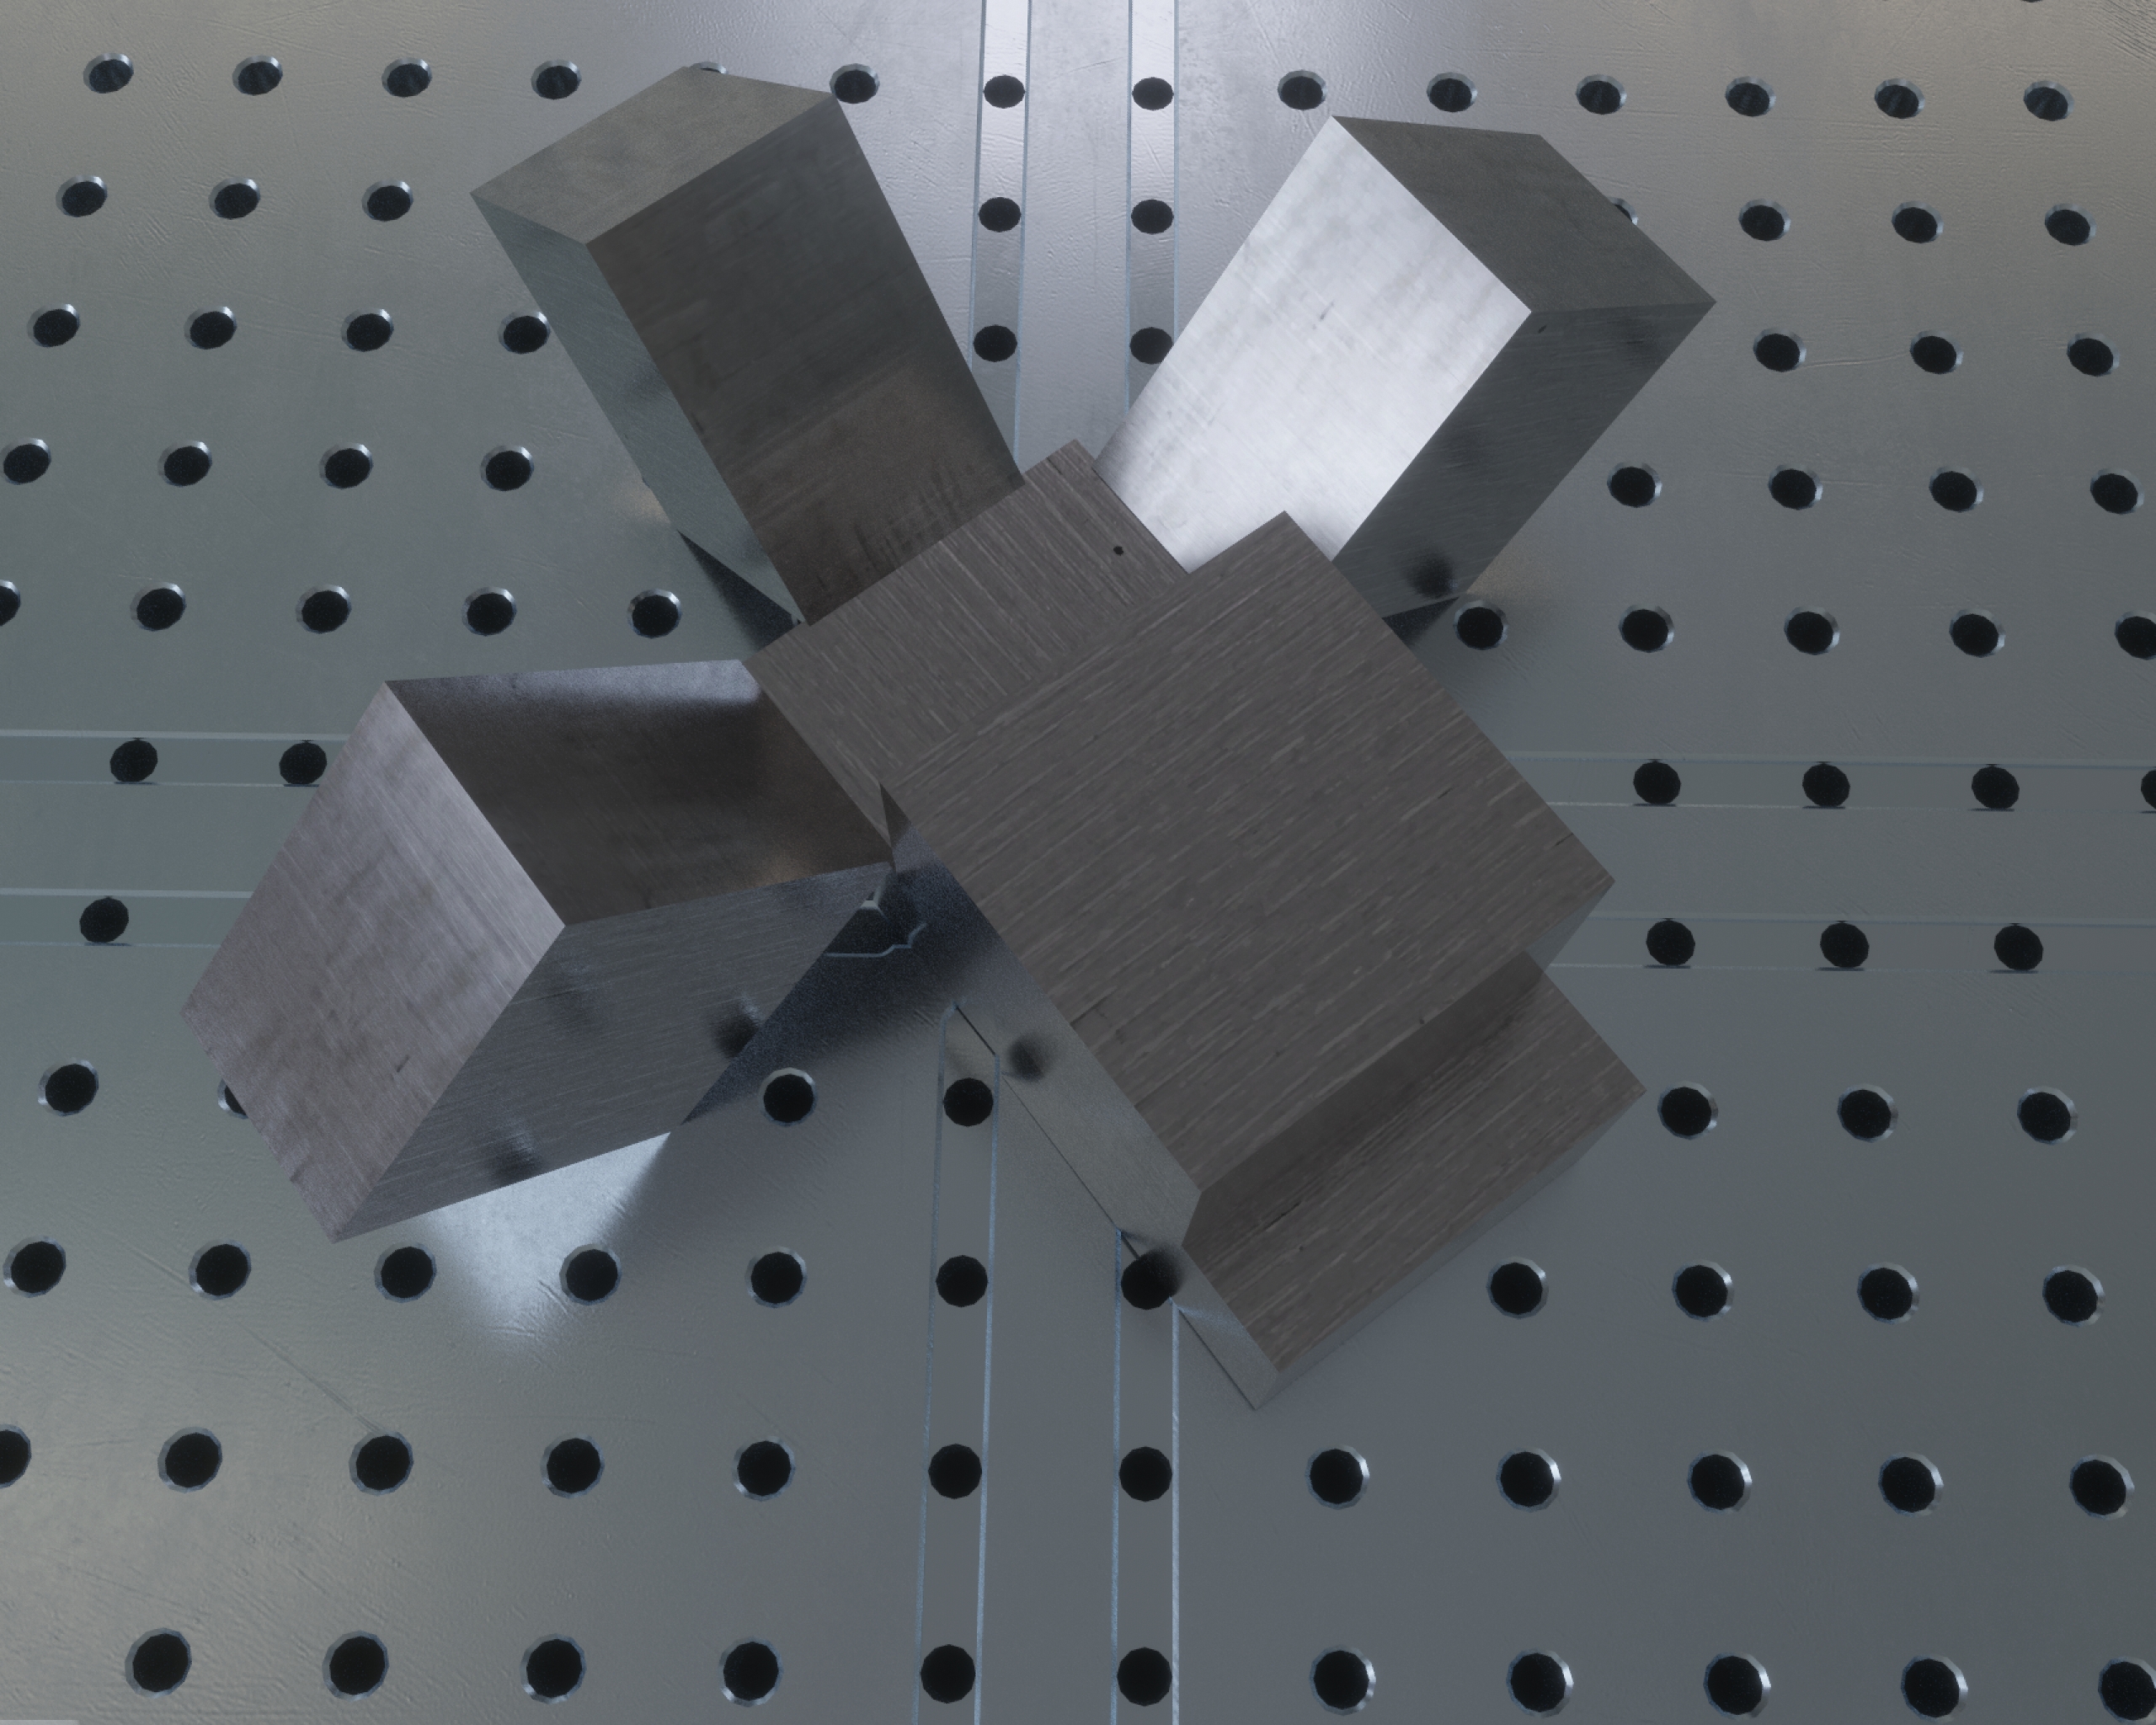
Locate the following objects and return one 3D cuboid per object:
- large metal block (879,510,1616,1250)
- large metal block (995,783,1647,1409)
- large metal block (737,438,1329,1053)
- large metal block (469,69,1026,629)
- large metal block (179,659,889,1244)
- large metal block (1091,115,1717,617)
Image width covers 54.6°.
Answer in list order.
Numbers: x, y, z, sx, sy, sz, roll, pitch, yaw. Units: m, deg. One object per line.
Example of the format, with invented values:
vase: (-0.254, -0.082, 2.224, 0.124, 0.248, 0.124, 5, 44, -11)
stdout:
large metal block: (0.025, 0.004, 0.343, 0.080, 0.050, 0.080, -35, 74, -13)
large metal block: (0.041, 0.040, 0.383, 0.080, 0.050, 0.080, -35, 73, -13)
large metal block: (-0.007, -0.021, 0.406, 0.080, 0.050, 0.080, -36, 74, -12)
large metal block: (-0.064, -0.101, 0.403, 0.050, 0.080, 0.080, -36, 35, -12)
large metal block: (-0.092, 0.012, 0.362, 0.050, 0.080, 0.080, 50, 119, 16)
large metal block: (0.063, -0.092, 0.400, 0.050, 0.080, 0.081, 50, 38, 16)
